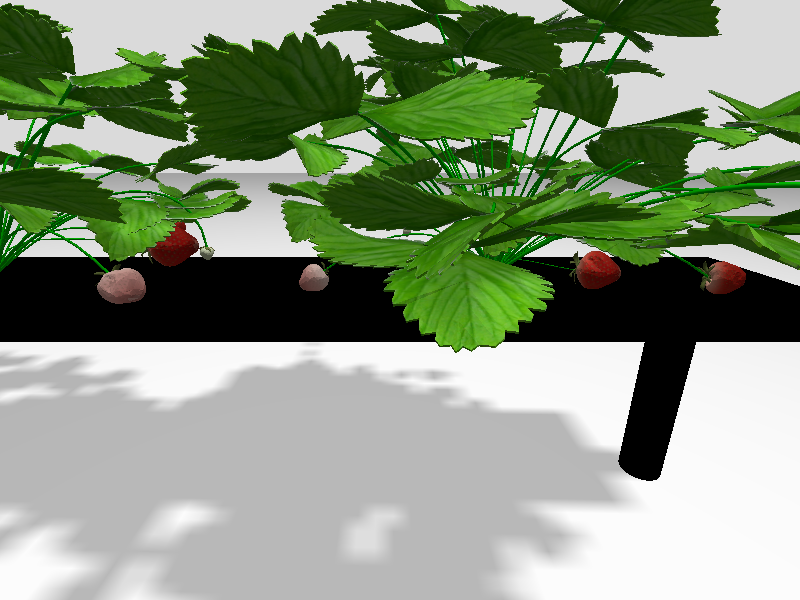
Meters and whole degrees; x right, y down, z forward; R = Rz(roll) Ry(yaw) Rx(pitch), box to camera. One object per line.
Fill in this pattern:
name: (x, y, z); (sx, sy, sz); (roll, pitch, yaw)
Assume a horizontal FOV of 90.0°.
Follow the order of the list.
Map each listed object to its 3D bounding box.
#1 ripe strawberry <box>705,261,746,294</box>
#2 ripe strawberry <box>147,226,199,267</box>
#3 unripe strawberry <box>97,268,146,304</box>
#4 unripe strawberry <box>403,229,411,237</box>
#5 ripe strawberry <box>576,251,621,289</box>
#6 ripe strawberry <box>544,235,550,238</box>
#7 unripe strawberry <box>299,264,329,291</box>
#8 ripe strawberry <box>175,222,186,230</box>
ripe strawberry: (0.246, -0.016, 0.303); (0.024, 0.026, 0.022); (7, 21, 19)
ripe strawberry: (-0.215, -0.052, 0.381); (0.041, 0.040, 0.045); (-3, 20, -10)
unripe strawberry: (-0.193, -0.008, 0.281); (0.026, 0.025, 0.028); (34, 29, 13)
unripe strawberry: (0.009, -0.084, 0.496); (0.011, 0.011, 0.010); (-10, 22, -26)
ripe strawberry: (0.155, -0.022, 0.312); (0.031, 0.031, 0.034); (13, 23, 32)
ripe strawberry: (0.198, -0.094, 0.517); (0.035, 0.031, 0.031); (12, 4, 32)
unripe strawberry: (-0.068, -0.016, 0.313); (0.022, 0.022, 0.021); (-33, 26, -6)
ripe strawberry: (-0.294, -0.095, 0.510); (0.040, 0.042, 0.044); (8, 8, 22)
